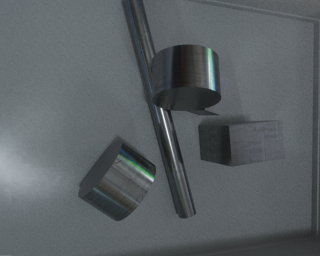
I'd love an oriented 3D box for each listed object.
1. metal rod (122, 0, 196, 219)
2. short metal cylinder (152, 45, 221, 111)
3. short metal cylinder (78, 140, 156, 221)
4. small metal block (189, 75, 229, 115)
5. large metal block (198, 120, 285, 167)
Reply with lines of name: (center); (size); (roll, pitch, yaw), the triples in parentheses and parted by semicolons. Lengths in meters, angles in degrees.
metal rod: (0.001, -0.025, 0.411); (0.025, 0.025, 0.298); (-16, 96, -20)
short metal cylinder: (0.031, -0.056, 0.369); (0.081, 0.080, 0.050); (5, 73, -20)
short metal cylinder: (-0.050, 0.061, 0.364); (0.050, 0.080, 0.080); (39, 77, -16)
small metal block: (0.064, -0.044, 0.421); (0.025, 0.050, 0.050); (16, 85, -24)
large metal block: (0.108, 0.018, 0.423); (0.081, 0.080, 0.050); (-5, 92, -20)
